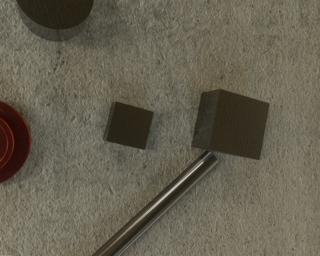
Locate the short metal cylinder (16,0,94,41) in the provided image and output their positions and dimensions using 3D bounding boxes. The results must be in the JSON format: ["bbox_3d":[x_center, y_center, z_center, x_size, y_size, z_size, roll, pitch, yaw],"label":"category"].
[{"bbox_3d":[-0.120,-0.145,0.352,0.081,0.050,0.079,0,90,-21],"label":"short metal cylinder"}]

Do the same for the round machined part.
[{"bbox_3d":[-0.191,0.015,0.329,0.099,0.042,0.097,0,90,-21],"label":"round machined part"}]

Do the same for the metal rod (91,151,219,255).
[{"bbox_3d":[-0.038,0.134,0.396,0.301,0.025,0.025,-40,103,-16],"label":"metal rod"}]

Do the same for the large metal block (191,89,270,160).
[{"bbox_3d":[0.098,-0.004,0.433,0.081,0.050,0.080,13,86,-20],"label":"large metal block"}]

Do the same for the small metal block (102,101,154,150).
[{"bbox_3d":[-0.041,-0.002,0.395,0.050,0.025,0.050,15,85,-20],"label":"small metal block"}]
